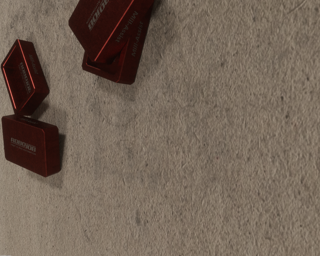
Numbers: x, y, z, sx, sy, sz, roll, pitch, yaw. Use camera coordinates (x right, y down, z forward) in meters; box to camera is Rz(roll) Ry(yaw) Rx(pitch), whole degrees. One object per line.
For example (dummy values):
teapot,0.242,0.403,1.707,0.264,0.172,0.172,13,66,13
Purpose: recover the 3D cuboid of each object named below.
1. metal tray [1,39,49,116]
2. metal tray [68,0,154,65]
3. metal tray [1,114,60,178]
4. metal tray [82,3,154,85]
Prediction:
metal tray,-0.274,-0.100,0.623,0.090,0.030,0.130,-38,67,33
metal tray,-0.066,-0.162,0.414,0.129,0.030,0.090,-49,62,28
metal tray,-0.242,0.030,0.577,0.130,0.030,0.089,14,109,32
metal tray,-0.064,-0.137,0.451,0.090,0.030,0.129,25,105,37
